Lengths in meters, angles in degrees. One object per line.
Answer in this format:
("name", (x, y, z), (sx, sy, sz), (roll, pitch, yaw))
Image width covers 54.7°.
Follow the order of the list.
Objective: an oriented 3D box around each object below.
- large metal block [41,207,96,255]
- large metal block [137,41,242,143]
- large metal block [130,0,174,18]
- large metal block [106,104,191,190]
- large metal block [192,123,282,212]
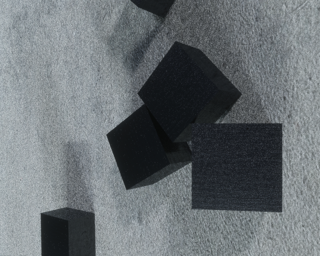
("large metal block", (-0.154, 0.182, 0.516), (0.080, 0.050, 0.080), (-3, 88, 40))
("large metal block", (0.032, -0.040, 0.362), (0.080, 0.050, 0.080), (-50, 61, 28))
("large metal block", (-0.013, -0.204, 0.400), (0.080, 0.050, 0.080), (49, 119, 29))
("large metal block", (-0.014, 0.025, 0.401), (0.080, 0.050, 0.080), (-36, 68, 34))
("large metal block", (0.073, 0.035, 0.306), (0.080, 0.050, 0.079), (0, 90, 8))
